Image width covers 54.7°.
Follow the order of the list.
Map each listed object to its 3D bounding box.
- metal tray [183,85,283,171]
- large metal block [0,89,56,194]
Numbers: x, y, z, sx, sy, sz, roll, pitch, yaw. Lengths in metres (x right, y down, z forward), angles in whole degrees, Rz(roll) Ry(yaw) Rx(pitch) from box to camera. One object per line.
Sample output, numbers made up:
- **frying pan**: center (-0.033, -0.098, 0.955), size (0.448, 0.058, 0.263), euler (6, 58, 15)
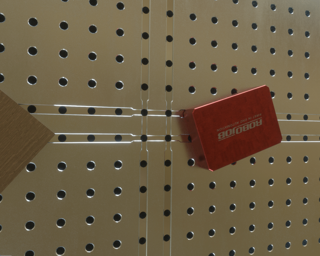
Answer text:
- **metal tray**: center (0.108, -0.002, 0.450), size (0.131, 0.030, 0.090), euler (-19, 97, -19)
- **large metal block**: center (-0.174, 0.011, 0.335), size (0.080, 0.050, 0.080), euler (43, 77, -15)
